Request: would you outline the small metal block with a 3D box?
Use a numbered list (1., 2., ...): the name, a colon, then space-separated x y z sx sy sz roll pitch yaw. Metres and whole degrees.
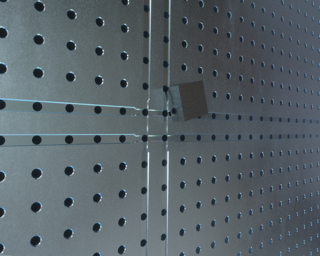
1. small metal block: 0.040 -0.039 0.445 0.050 0.025 0.050 -18 102 -39
